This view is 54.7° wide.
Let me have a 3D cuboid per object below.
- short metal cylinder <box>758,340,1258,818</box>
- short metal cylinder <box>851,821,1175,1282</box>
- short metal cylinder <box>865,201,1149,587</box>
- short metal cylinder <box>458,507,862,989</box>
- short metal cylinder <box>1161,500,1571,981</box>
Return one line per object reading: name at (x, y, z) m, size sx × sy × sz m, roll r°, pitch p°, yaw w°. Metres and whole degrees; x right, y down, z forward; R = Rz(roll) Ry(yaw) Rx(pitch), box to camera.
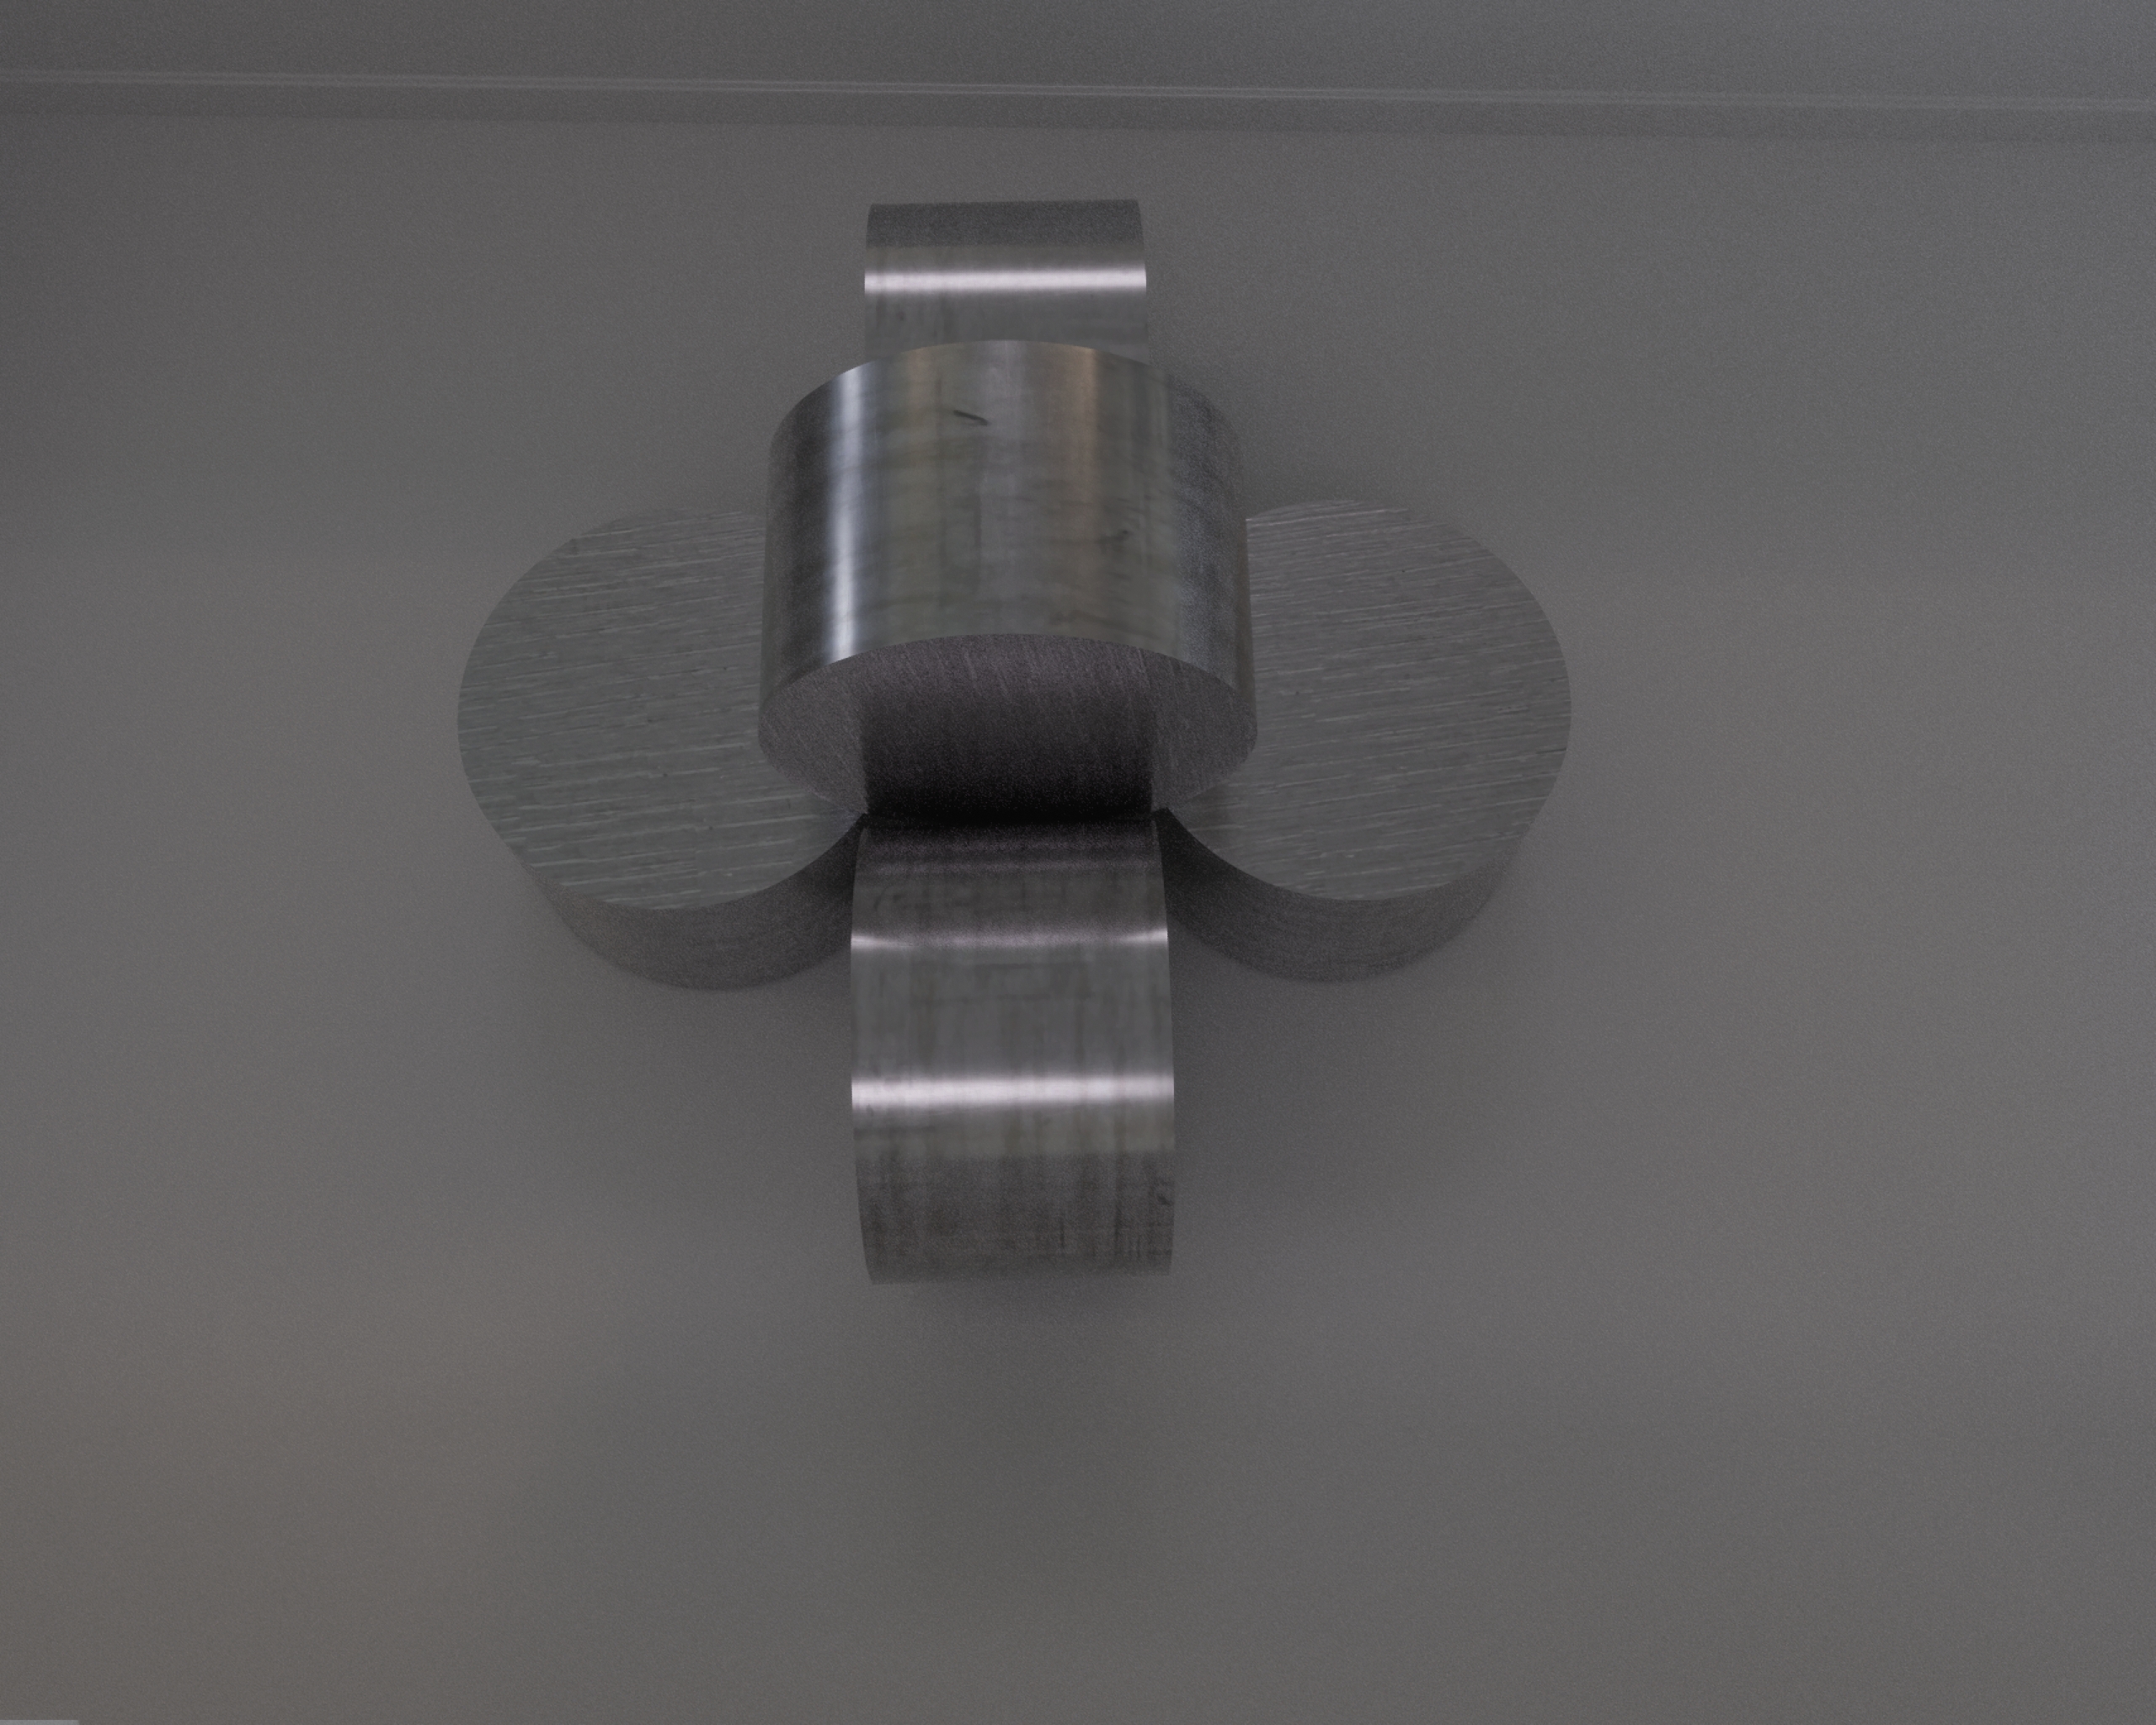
short metal cylinder at (-0.012, -0.043, 0.347) m, size 0.081 × 0.080 × 0.050 m, roll -1°, pitch 70°, yaw -1°
short metal cylinder at (-0.011, 0.033, 0.366) m, size 0.050 × 0.080 × 0.080 m, roll -2°, pitch 70°, yaw -1°
short metal cylinder at (-0.013, -0.088, 0.410) m, size 0.050 × 0.080 × 0.080 m, roll -2°, pitch 70°, yaw -1°
short metal cylinder at (-0.072, -0.021, 0.401) m, size 0.081 × 0.050 × 0.080 m, roll 0°, pitch 70°, yaw 0°
short metal cylinder at (0.049, -0.022, 0.402) m, size 0.081 × 0.050 × 0.080 m, roll 0°, pitch 70°, yaw 0°
